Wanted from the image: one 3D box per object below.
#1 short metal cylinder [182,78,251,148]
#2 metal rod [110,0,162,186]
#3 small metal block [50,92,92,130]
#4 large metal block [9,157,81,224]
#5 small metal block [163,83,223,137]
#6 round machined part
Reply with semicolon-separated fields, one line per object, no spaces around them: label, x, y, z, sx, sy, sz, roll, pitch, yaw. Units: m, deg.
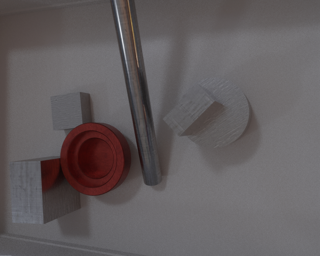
short metal cylinder;0.068;-0.017;0.373;0.080;0.050;0.079;0;90;19
metal rod;-0.029;-0.064;0.353;0.025;0.025;0.298;1;116;20
small metal block;-0.130;-0.024;0.455;0.050;0.025;0.050;-6;88;19
large metal block;-0.158;0.083;0.435;0.050;0.080;0.079;-4;89;20
small metal block;0.036;-0.018;0.331;0.050;0.050;0.025;-46;76;14
round machined part;-0.085;0.041;0.430;0.098;0.042;0.097;0;90;19
